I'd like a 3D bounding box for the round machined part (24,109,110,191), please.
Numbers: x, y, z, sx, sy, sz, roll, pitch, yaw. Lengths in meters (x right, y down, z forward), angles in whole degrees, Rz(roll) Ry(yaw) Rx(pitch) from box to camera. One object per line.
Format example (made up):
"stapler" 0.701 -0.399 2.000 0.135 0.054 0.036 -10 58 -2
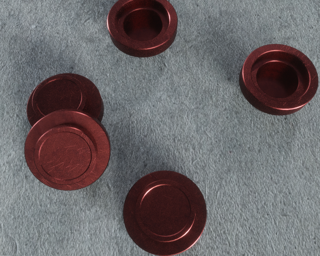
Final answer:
"round machined part" -0.108 0.028 0.365 0.099 0.042 0.097 -2 100 -9

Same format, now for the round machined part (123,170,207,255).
"round machined part" 0.006 0.098 0.363 0.099 0.042 0.098 0 70 0

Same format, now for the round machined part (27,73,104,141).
"round machined part" -0.127 -0.030 0.409 0.099 0.042 0.098 0 70 0

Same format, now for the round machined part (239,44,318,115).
"round machined part" 0.157 -0.062 0.423 0.099 0.042 0.098 0 70 0

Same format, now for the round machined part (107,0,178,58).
"round machined part" -0.024 -0.144 0.451 0.099 0.042 0.098 0 70 0
